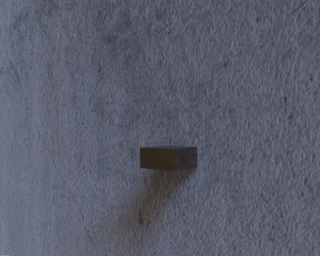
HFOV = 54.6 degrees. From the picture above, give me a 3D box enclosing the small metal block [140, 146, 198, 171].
[{"bbox_3d":[0.011,0.036,0.380,0.050,0.050,0.025,0,90,40],"label":"small metal block"}]
